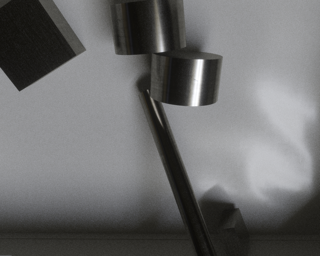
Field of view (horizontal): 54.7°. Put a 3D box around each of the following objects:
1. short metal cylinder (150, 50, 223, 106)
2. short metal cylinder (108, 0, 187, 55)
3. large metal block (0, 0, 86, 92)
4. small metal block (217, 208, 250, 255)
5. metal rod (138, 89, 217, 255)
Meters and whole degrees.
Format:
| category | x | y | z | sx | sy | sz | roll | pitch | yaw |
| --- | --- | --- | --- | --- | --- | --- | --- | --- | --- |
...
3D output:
| category | x | y | z | sx | sy | sz | roll | pitch | yaw |
| --- | --- | --- | --- | --- | --- | --- | --- | --- | --- |
| short metal cylinder | 0.029 | -0.061 | 0.360 | 0.081 | 0.080 | 0.050 | 3 | 110 | -2 |
| short metal cylinder | -0.013 | -0.112 | 0.341 | 0.080 | 0.080 | 0.050 | -6 | 110 | 2 |
| large metal block | -0.147 | -0.101 | 0.359 | 0.080 | 0.050 | 0.080 | -29 | 108 | 10 |
| small metal block | 0.108 | 0.153 | 0.449 | 0.025 | 0.050 | 0.050 | -18 | 100 | 25 |
| metal rod | 0.034 | 0.094 | 0.379 | 0.025 | 0.025 | 0.299 | -21 | 83 | 7 |
